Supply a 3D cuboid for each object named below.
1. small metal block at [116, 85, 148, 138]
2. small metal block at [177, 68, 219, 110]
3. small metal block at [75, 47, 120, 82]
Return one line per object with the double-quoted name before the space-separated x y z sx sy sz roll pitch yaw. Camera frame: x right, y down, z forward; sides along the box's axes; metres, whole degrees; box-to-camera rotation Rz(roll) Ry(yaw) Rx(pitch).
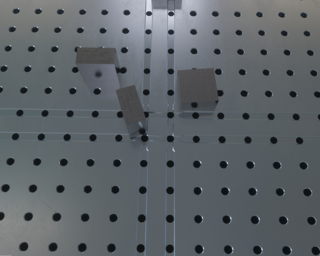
"small metal block" -0.036 -0.021 0.406 0.025 0.050 0.050 -17 71 -6
"small metal block" 0.051 -0.054 0.432 0.050 0.025 0.050 -4 70 -2
"small metal block" -0.084 -0.086 0.430 0.050 0.050 0.025 1 70 0
